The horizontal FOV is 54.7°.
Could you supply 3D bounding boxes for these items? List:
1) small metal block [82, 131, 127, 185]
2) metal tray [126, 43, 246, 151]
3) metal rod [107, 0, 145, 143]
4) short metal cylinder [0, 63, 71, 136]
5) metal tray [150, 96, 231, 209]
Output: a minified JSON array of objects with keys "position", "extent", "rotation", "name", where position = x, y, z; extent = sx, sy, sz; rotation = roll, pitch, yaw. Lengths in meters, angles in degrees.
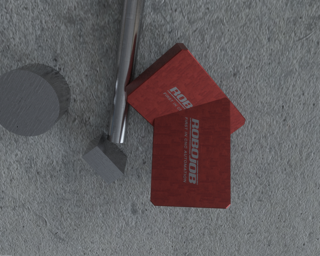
[{"position":[-0.071,0.039,0.410],"extent":[0.025,0.050,0.050],"rotation":[-36,107,12],"name":"small metal block"},{"position":[0.033,-0.027,0.384],"extent":[0.090,0.030,0.130],"rotation":[-39,118,13],"name":"metal tray"},{"position":[-0.034,-0.123,0.364],"extent":[0.025,0.025,0.298],"rotation":[9,110,-4],"name":"metal rod"},{"position":[-0.157,-0.036,0.381],"extent":[0.081,0.050,0.079],"rotation":[0,110,-1],"name":"short metal cylinder"},{"position":[0.037,0.028,0.374],"extent":[0.091,0.030,0.129],"rotation":[2,79,4],"name":"metal tray"}]
